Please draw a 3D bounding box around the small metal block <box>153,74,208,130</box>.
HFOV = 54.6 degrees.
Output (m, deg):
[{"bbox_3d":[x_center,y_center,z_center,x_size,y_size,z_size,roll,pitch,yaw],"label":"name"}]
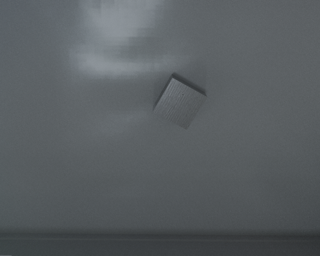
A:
[{"bbox_3d":[0.025,-0.034,0.399,0.050,0.025,0.050,28,108,-10],"label":"small metal block"}]
